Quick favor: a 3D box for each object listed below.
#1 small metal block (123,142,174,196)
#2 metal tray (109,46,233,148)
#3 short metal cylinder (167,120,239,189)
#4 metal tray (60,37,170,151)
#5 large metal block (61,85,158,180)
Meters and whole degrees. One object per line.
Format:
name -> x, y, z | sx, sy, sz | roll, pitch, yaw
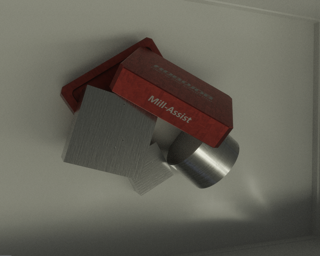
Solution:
small metal block -> -0.018, 0.052, 0.403 | 0.050, 0.025, 0.050 | -31, 100, -18
metal tray -> 0.019, -0.039, 0.351 | 0.130, 0.090, 0.030 | 29, 119, -4
short metal cylinder -> 0.055, 0.031, 0.402 | 0.050, 0.080, 0.080 | 41, 77, -16
metal tray -> -0.045, -0.043, 0.390 | 0.131, 0.030, 0.090 | -36, 102, -17
large metal block -> -0.056, 0.006, 0.342 | 0.081, 0.050, 0.080 | 17, 84, -20
